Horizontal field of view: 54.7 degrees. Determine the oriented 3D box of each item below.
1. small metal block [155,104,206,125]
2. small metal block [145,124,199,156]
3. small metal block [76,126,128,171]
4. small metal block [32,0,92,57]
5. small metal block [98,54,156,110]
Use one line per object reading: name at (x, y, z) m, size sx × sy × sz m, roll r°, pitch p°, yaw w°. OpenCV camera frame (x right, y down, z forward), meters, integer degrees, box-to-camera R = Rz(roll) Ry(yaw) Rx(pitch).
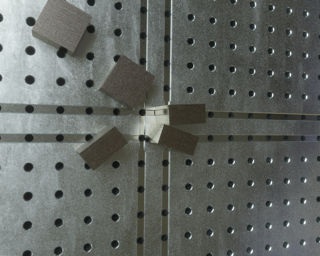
small metal block at (0.026, -0.017, 0.410) m, size 0.050 × 0.050 × 0.025 m, roll -3°, pitch 91°, yaw -20°
small metal block at (0.015, 0.015, 0.406) m, size 0.050 × 0.050 × 0.025 m, roll 20°, pitch 83°, yaw -19°
small metal block at (-0.071, 0.023, 0.374) m, size 0.050 × 0.050 × 0.025 m, roll -39°, pitch 103°, yaw -16°
small metal block at (-0.117, -0.122, 0.370) m, size 0.050 × 0.025 × 0.050 m, roll 27°, pitch 81°, yaw -19°
small metal block at (-0.042, -0.057, 0.398) m, size 0.050 × 0.025 × 0.050 m, roll 33°, pitch 79°, yaw -18°
